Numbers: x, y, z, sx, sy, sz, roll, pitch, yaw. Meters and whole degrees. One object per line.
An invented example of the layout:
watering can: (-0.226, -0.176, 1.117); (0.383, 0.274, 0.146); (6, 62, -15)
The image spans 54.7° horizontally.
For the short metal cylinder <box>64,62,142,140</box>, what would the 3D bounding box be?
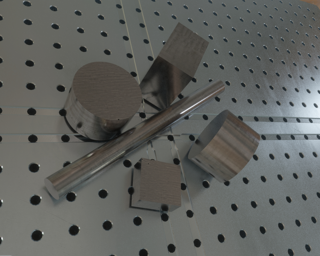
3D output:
short metal cylinder: (-0.068, -0.032, 0.370); (0.081, 0.050, 0.080); (14, 56, -21)

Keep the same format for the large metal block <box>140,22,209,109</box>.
large metal block: (0.016, -0.083, 0.428); (0.050, 0.080, 0.080); (32, 52, -8)

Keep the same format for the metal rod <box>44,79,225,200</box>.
metal rod: (-0.008, -0.003, 0.401); (0.302, 0.025, 0.025); (-32, 80, -38)

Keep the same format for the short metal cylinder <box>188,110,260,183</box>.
short metal cylinder: (0.081, 0.023, 0.398); (0.050, 0.080, 0.080); (38, 51, -4)

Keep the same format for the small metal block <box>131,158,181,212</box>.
small metal block: (-0.004, 0.067, 0.361); (0.050, 0.025, 0.050); (14, 56, -21)
